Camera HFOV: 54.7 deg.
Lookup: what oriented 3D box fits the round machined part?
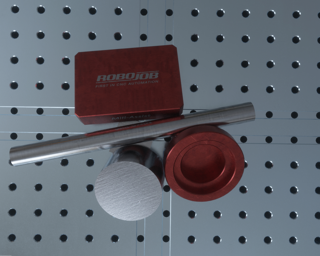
[{"bbox_3d":[0.053,0.041,0.394,0.099,0.042,0.097,-2,112,-4],"label":"round machined part"}]

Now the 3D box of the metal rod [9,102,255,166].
[{"bbox_3d":[-0.033,0.007,0.387,0.302,0.025,0.025,-11,90,-1],"label":"metal rod"}]

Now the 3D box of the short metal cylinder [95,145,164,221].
[{"bbox_3d":[-0.035,0.068,0.389,0.080,0.050,0.079,1,109,5],"label":"short metal cylinder"}]

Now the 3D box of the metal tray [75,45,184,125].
[{"bbox_3d":[-0.040,-0.056,0.396,0.131,0.030,0.090,-5,71,-1],"label":"metal tray"}]

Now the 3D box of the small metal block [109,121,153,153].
[{"bbox_3d":[-0.036,0.015,0.421,0.050,0.025,0.050,18,90,-1],"label":"small metal block"}]
